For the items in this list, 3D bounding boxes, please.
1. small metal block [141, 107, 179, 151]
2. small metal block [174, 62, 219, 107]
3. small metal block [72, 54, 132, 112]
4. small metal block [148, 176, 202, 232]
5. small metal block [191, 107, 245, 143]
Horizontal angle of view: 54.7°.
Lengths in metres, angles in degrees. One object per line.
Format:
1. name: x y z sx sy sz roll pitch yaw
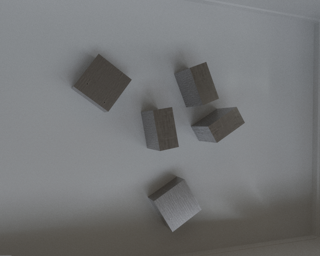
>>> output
1. small metal block: -0.001 0.001 0.398 0.025 0.050 0.050 -11 94 -20
2. small metal block: 0.048 -0.057 0.416 0.025 0.050 0.050 -23 98 -19
3. small metal block: -0.072 -0.054 0.384 0.050 0.025 0.050 37 78 -17
4. small metal block: 0.020 0.102 0.419 0.050 0.025 0.050 -33 101 -17
5. small metal block: 0.079 -0.005 0.428 0.050 0.050 0.025 -33 101 -17
